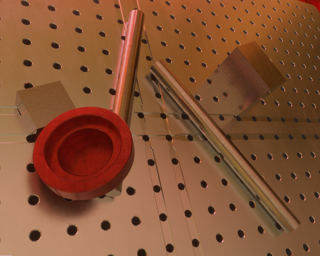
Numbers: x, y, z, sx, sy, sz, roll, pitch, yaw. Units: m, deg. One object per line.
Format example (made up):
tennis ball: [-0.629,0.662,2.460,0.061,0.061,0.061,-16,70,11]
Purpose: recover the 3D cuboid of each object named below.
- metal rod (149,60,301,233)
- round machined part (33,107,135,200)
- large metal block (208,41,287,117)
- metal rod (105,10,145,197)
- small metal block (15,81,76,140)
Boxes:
metal rod: [0.088,0.021,0.444,0.025,0.025,0.300,-34,81,-38]
round machined part: [-0.076,0.029,0.324,0.099,0.042,0.098,-1,57,2]
large metal block: [0.137,-0.078,0.497,0.050,0.080,0.080,-25,76,-37]
metal rod: [-0.046,-0.055,0.418,0.025,0.025,0.300,17,55,-19]
small metal block: [-0.128,-0.021,0.353,0.050,0.025,0.050,-23,74,-37]
